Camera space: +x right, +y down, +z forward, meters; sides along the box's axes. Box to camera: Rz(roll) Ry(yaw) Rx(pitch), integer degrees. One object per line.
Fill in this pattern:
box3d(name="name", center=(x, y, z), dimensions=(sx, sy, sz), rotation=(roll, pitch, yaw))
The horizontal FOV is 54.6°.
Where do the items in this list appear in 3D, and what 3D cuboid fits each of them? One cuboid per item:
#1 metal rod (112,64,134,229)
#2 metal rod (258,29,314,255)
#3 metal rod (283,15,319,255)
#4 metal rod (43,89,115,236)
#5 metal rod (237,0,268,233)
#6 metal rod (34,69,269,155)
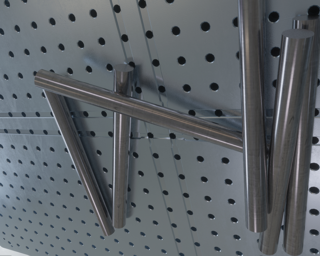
box3d(name="metal rod", center=(-0.060, 0.047, 0.472), dimensions=(0.025, 0.025, 0.298), rotation=(19, 126, 17))
box3d(name="metal rod", center=(0.132, 0.043, 0.343), dimensions=(0.025, 0.025, 0.298), rotation=(9, 128, 23))
box3d(name="metal rod", center=(0.156, 0.031, 0.348), dimensions=(0.025, 0.025, 0.298), rotation=(5, 121, 26))
box3d(name="metal rod", center=(-0.130, 0.062, 0.519), dimensions=(0.025, 0.025, 0.298), rotation=(0, 119, 28))
box3d(name="metal rod", center=(0.097, -0.022, 0.321), dimensions=(0.025, 0.025, 0.298), rotation=(3, 112, 27))
box3d(name="metal rod", center=(-0.013, -0.019, 0.381), dimensions=(0.301, 0.025, 0.025), rotation=(18, 126, 8))
